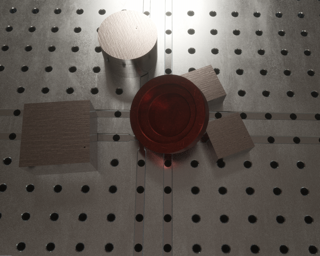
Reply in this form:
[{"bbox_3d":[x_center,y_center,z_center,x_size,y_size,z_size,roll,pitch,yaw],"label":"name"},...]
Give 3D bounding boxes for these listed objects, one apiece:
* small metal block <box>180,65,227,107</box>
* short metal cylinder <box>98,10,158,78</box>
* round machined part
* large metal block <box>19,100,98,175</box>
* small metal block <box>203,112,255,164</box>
[{"bbox_3d":[0.057,-0.054,0.432,0.050,0.025,0.050,-20,72,-8],"label":"small metal block"},{"bbox_3d":[-0.044,-0.119,0.441,0.081,0.050,0.080,0,70,0],"label":"short metal cylinder"},{"bbox_3d":[0.015,-0.016,0.396,0.098,0.042,0.097,-3,82,21],"label":"round machined part"},{"bbox_3d":[-0.124,0.013,0.392,0.081,0.050,0.080,-4,70,-2],"label":"large metal block"},{"bbox_3d":[0.088,0.013,0.408,0.050,0.025,0.050,-19,71,-7],"label":"small metal block"}]
